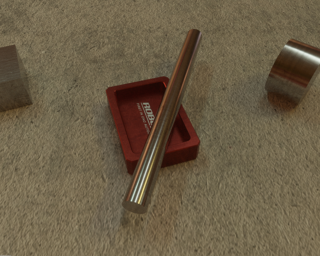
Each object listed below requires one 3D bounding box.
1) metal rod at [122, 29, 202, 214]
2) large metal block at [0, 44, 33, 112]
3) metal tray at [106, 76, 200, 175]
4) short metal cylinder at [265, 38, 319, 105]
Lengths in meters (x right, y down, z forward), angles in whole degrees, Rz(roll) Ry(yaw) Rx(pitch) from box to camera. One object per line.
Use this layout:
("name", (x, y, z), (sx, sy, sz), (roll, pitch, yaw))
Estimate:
("metal rod", (0.015, -0.034, 0.392), (0.025, 0.025, 0.300), (12, 51, 9))
("large metal block", (-0.235, -0.067, 0.440), (0.081, 0.050, 0.080), (-17, 52, -14))
("metal tray", (-0.013, -0.009, 0.407), (0.091, 0.030, 0.130), (-13, 51, -12))
("short metal cylinder", (0.191, -0.079, 0.436), (0.050, 0.080, 0.080), (31, 56, 23))
